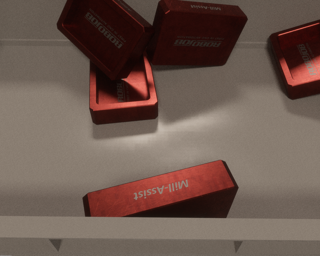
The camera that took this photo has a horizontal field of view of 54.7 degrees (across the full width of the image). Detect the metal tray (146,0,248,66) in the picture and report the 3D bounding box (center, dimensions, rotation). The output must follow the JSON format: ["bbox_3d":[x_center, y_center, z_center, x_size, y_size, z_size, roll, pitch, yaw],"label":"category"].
[{"bbox_3d":[0.053,-0.137,0.459,0.131,0.089,0.030,-5,52,-22],"label":"metal tray"}]

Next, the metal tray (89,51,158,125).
[{"bbox_3d":[-0.056,-0.067,0.456,0.091,0.030,0.130,-6,50,-6],"label":"metal tray"}]

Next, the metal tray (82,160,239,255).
[{"bbox_3d":[0.001,0.080,0.295,0.131,0.089,0.030,-13,52,-11],"label":"metal tray"}]

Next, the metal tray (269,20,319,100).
[{"bbox_3d":[0.229,-0.109,0.475,0.090,0.030,0.130,-13,48,16],"label":"metal tray"}]

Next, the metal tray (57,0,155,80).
[{"bbox_3d":[-0.080,-0.142,0.442,0.130,0.090,0.030,44,29,12],"label":"metal tray"}]
